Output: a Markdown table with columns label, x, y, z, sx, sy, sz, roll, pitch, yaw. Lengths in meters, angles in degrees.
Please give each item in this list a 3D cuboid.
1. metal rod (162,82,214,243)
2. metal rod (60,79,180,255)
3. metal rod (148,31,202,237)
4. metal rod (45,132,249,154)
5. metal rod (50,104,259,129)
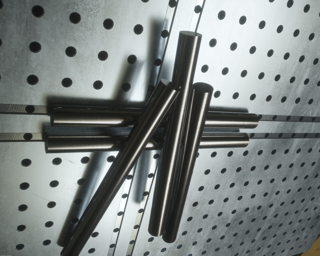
| label | x | y | z | sx | sy | sz | roll | pitch | yaw |
| --- | --- | --- | --- | --- | --- | --- | --- | --- | --- |
| metal rod | 0.033 | 0.071 | 0.451 | 0.025 | 0.025 | 0.298 | -10 | 130 | -23 |
| metal rod | -0.061 | 0.070 | 0.398 | 0.025 | 0.025 | 0.298 | 15 | 117 | -35 |
| metal rod | 0.014 | 0.027 | 0.405 | 0.025 | 0.025 | 0.298 | -6 | 122 | -26 |
| metal rod | 0.003 | 0.018 | 0.426 | 0.303 | 0.025 | 0.025 | 1 | 118 | -29 |
| metal rod | 0.014 | -0.012 | 0.413 | 0.303 | 0.025 | 0.025 | 1 | 118 | -29 |
